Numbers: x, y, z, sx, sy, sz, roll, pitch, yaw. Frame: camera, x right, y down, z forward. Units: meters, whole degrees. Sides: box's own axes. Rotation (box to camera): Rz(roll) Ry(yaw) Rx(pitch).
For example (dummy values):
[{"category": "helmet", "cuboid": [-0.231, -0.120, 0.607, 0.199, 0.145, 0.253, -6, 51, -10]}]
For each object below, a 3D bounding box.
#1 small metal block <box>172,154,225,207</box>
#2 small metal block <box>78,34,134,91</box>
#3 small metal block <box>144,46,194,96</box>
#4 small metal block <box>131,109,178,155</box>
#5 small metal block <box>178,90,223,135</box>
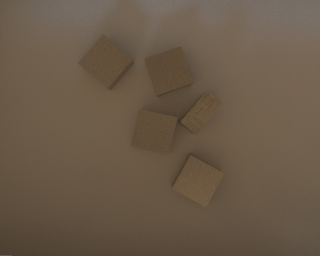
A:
[{"category": "small metal block", "cuboid": [0.050, 0.069, 0.412, 0.050, 0.025, 0.050, 29, 90, 0]}, {"category": "small metal block", "cuboid": [-0.070, -0.086, 0.411, 0.050, 0.025, 0.050, 41, 90, 0]}, {"category": "small metal block", "cuboid": [0.011, -0.074, 0.411, 0.050, 0.025, 0.050, -19, 90, 0]}, {"category": "small metal block", "cuboid": [-0.007, 0.005, 0.411, 0.050, 0.025, 0.050, 13, 90, 0]}, {"category": "small metal block", "cuboid": [0.051, -0.019, 0.399, 0.025, 0.050, 0.050, 40, 90, 0]}]
